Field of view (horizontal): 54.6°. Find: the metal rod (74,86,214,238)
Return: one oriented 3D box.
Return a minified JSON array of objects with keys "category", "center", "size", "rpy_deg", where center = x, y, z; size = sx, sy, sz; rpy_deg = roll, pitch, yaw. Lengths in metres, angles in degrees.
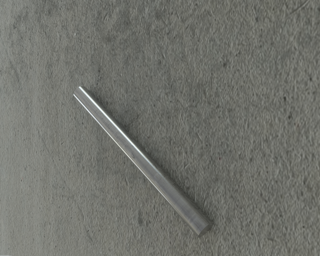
[{"category":"metal rod","center":[-0.039,0.030,0.438],"size":[0.300,0.025,0.025],"rpy_deg":[44,116,31]}]
